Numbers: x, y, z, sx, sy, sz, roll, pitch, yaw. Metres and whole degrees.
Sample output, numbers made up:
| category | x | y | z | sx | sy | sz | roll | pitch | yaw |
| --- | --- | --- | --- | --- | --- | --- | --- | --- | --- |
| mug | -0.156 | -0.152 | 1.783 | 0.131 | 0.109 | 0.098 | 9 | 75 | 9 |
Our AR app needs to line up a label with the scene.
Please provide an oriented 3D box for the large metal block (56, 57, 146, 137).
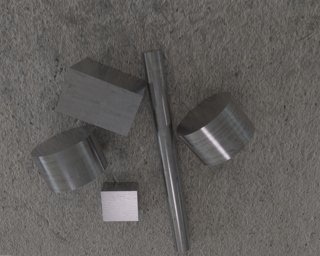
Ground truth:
| category | x | y | z | sx | sy | sz | roll | pitch | yaw |
| --- | --- | --- | --- | --- | --- | --- | --- | --- | --- |
| large metal block | -0.064 | -0.040 | 0.365 | 0.080 | 0.080 | 0.050 | 21 | 109 | -8 |

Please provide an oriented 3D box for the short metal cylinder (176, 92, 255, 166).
| category | x | y | z | sx | sy | sz | roll | pitch | yaw |
| --- | --- | --- | --- | --- | --- | --- | --- | --- | --- |
| short metal cylinder | 0.067 | 0.000 | 0.381 | 0.080 | 0.080 | 0.050 | -37 | 106 | 12 |

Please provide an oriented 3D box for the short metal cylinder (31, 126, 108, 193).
| category | x | y | z | sx | sy | sz | roll | pitch | yaw |
| --- | --- | --- | --- | --- | --- | --- | --- | --- | --- |
| short metal cylinder | -0.113 | 0.037 | 0.393 | 0.080 | 0.080 | 0.050 | -17 | 109 | 6 |

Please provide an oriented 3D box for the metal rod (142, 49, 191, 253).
| category | x | y | z | sx | sy | sz | roll | pitch | yaw |
| --- | --- | --- | --- | --- | --- | --- | --- | --- | --- |
| metal rod | 0.012 | 0.045 | 0.426 | 0.025 | 0.025 | 0.298 | -8 | 110 | 3 |

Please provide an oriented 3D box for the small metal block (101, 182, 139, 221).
| category | x | y | z | sx | sy | sz | roll | pitch | yaw |
| --- | --- | --- | --- | --- | --- | --- | --- | --- | --- |
| small metal block | -0.057 | 0.106 | 0.448 | 0.050 | 0.025 | 0.050 | -1 | 110 | 0 |
